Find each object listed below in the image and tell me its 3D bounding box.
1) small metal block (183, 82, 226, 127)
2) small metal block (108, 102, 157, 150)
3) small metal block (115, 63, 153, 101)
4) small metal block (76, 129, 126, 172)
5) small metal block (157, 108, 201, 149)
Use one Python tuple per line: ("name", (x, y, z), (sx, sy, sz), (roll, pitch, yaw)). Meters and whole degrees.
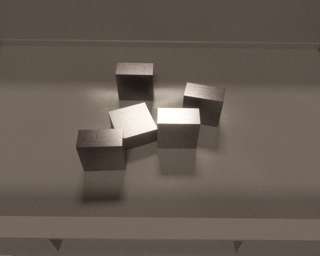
("small metal block", (0.057, -0.030, 0.415), (0.050, 0.050, 0.025), (10, 51, 8))
("small metal block", (-0.035, -0.002, 0.406), (0.050, 0.025, 0.050), (-16, 52, -13))
("small metal block", (-0.035, -0.066, 0.443), (0.050, 0.050, 0.025), (1, 50, 0))
("small metal block", (-0.067, 0.027, 0.366), (0.050, 0.050, 0.025), (-2, 50, -2))
("small metal block", (0.022, 0.001, 0.388), (0.050, 0.050, 0.025), (1, 50, 0))
